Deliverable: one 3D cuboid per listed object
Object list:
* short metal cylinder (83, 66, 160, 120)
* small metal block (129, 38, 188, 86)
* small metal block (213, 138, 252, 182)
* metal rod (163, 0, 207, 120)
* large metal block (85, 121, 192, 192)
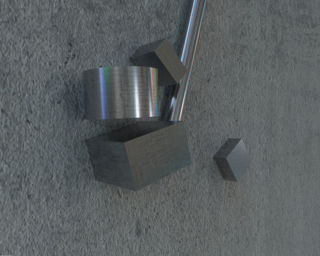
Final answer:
[{"bbox_3d":[-0.041,-0.036,0.336,0.081,0.080,0.050,-5,94,-40],"label":"short metal cylinder"},{"bbox_3d":[-0.002,-0.080,0.388,0.050,0.050,0.025,51,60,-28],"label":"small metal block"},{"bbox_3d":[0.120,0.052,0.509,0.050,0.025,0.050,-44,117,-31],"label":"small metal block"},{"bbox_3d":[0.044,-0.133,0.443,0.025,0.025,0.299,21,77,-39],"label":"metal rod"},{"bbox_3d":[-0.025,0.026,0.350,0.081,0.080,0.050,-20,103,-39],"label":"large metal block"}]
